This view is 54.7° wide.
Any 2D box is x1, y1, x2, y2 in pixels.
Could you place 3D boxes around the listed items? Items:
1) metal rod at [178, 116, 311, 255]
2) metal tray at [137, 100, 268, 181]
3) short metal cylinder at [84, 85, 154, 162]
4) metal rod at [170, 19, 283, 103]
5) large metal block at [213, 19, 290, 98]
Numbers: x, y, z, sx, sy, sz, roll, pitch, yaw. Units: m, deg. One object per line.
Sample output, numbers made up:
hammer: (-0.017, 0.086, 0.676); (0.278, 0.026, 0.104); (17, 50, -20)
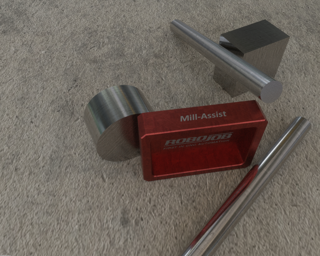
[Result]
metal rod: (0.086, 0.080, 0.336); (0.025, 0.025, 0.302); (35, 58, 25)
metal tray: (0.043, 0.017, 0.347); (0.131, 0.089, 0.030); (-7, 51, -6)
short metal cylinder: (-0.044, -0.005, 0.371); (0.081, 0.080, 0.050); (-20, 53, -16)
metal rod: (0.071, -0.110, 0.437); (0.025, 0.025, 0.300); (-13, 33, -11)
large metal block: (0.130, -0.101, 0.454); (0.081, 0.080, 0.050); (-23, 54, -19)
